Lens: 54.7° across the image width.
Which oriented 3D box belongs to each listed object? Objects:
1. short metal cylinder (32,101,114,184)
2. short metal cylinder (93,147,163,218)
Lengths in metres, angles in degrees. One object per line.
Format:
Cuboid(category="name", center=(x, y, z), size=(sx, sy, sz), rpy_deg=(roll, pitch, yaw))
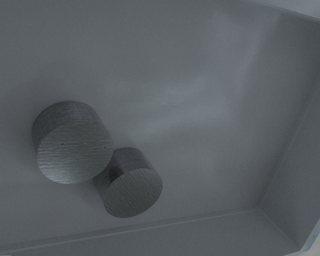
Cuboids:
Cuboid(category="short metal cylinder", center=(-0.099, 0.016, 0.349), size=(0.081, 0.050, 0.079), rpy_deg=(-14, 125, -21))
Cuboid(category="short metal cylinder", center=(-0.043, 0.073, 0.415), size=(0.081, 0.050, 0.079), rpy_deg=(-14, 125, -21))
